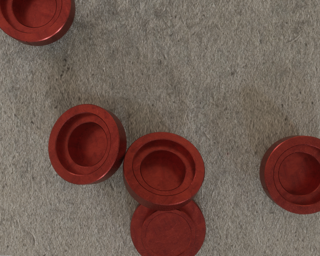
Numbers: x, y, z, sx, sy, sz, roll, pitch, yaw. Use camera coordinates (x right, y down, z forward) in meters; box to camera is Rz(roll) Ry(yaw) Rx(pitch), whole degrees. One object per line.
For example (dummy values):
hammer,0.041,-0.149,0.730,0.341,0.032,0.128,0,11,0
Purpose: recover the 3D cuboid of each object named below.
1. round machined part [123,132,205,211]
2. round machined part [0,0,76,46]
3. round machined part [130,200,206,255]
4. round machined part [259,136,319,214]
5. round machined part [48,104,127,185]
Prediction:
round machined part,0.003,0.056,0.386,0.099,0.042,0.098,4,55,-6
round machined part,-0.158,-0.154,0.400,0.099,0.042,0.097,0,90,0
round machined part,0.011,0.132,0.401,0.099,0.042,0.097,0,90,0
round machined part,0.178,0.058,0.403,0.099,0.042,0.097,0,90,0
round machined part,-0.086,0.022,0.390,0.098,0.042,0.098,-3,80,18
